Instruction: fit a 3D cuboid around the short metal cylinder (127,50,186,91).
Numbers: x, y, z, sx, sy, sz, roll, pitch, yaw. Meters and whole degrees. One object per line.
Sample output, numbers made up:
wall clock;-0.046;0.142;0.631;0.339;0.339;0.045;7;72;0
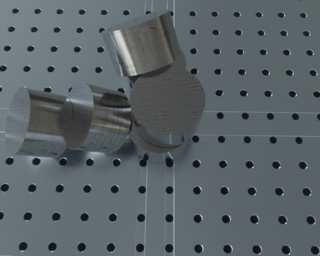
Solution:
short metal cylinder;-0.006;-0.076;0.425;0.081;0.050;0.080;0;70;0

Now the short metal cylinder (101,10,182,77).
short metal cylinder;-0.021;-0.099;0.358;0.080;0.080;0.050;-22;115;-8

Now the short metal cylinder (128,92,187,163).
short metal cylinder;-0.001;0.000;0.398;0.081;0.050;0.080;0;70;0

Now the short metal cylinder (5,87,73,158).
short metal cylinder;-0.148;-0.005;0.376;0.050;0.080;0.080;11;63;-42

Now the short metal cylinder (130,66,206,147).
short metal cylinder;0.008;-0.023;0.352;0.081;0.050;0.080;0;70;0

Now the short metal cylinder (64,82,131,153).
short metal cylinder;-0.079;-0.011;0.378;0.050;0.080;0.080;11;63;-41
